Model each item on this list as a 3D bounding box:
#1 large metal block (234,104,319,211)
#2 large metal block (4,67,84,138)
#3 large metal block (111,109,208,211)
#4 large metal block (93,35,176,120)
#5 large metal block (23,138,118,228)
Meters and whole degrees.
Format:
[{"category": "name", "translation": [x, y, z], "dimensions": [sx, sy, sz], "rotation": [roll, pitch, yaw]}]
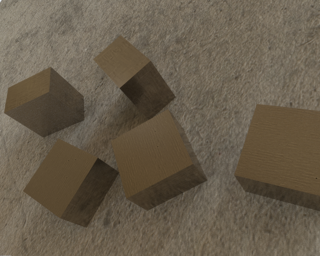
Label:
[{"category": "large metal block", "translation": [0.129, 0.028, 0.303], "dimensions": [0.080, 0.050, 0.080], "rotation": [10, 67, 32]}, {"category": "large metal block", "translation": [-0.176, -0.037, 0.481], "dimensions": [0.080, 0.080, 0.050], "rotation": [-22, 54, 15]}, {"category": "large metal block", "translation": [-0.003, 0.038, 0.365], "dimensions": [0.080, 0.050, 0.080], "rotation": [-29, 52, 9]}, {"category": "large metal block", "translation": [-0.034, -0.068, 0.427], "dimensions": [0.050, 0.080, 0.080], "rotation": [-42, 51, -1]}, {"category": "large metal block", "translation": [-0.115, 0.070, 0.403], "dimensions": [0.080, 0.050, 0.080], "rotation": [19, 72, 35]}]
